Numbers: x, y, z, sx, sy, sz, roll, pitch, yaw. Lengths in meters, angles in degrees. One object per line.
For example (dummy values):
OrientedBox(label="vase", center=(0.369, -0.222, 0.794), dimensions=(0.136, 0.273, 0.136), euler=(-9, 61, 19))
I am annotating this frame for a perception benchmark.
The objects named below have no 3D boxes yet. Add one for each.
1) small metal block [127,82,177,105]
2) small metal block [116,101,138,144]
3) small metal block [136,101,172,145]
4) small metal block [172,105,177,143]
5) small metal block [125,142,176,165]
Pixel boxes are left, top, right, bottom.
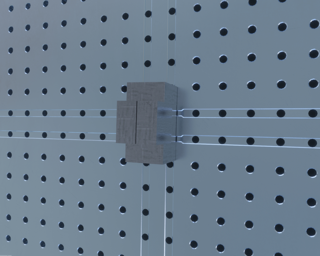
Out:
OrientedBox(label="small metal block", center=(-0.009, -0.044, 0.402), dimensions=(0.050, 0.050, 0.025), euler=(2, 91, 20))
OrientedBox(label="small metal block", center=(-0.031, -0.007, 0.384), dimensions=(0.025, 0.050, 0.050), euler=(2, 91, 20))
OrientedBox(label="small metal block", center=(-0.006, -0.006, 0.375), dimensions=(0.025, 0.050, 0.050), euler=(2, 91, 21))
OrientedBox(label="small metal block", center=(-0.006, -0.007, 0.415), dimensions=(0.050, 0.025, 0.050), euler=(2, 91, 21))
OrientedBox(label="small metal block", center=(-0.011, 0.031, 0.403), dimensions=(0.050, 0.050, 0.025), euler=(2, 91, 20))
